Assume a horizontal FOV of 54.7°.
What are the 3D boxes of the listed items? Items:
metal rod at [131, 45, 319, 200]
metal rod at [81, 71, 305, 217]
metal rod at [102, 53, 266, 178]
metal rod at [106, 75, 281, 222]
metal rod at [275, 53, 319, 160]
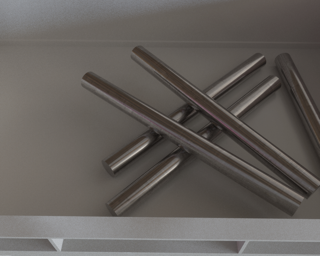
[{"bbox_3d":[0.063,-0.024,0.391,0.025,0.025,0.300,-33,58,-24],"label":"metal rod"},{"bbox_3d":[0.019,0.006,0.366,0.300,0.025,0.025,31,57,23],"label":"metal rod"},{"bbox_3d":[0.049,-0.030,0.430,0.302,0.025,0.025,-35,59,-26],"label":"metal rod"},{"bbox_3d":[0.060,0.011,0.395,0.302,0.025,0.025,-36,59,-26],"label":"metal rod"},{"bbox_3d":[0.205,0.004,0.402,0.025,0.025,0.300,-2,50,-2],"label":"metal rod"}]
